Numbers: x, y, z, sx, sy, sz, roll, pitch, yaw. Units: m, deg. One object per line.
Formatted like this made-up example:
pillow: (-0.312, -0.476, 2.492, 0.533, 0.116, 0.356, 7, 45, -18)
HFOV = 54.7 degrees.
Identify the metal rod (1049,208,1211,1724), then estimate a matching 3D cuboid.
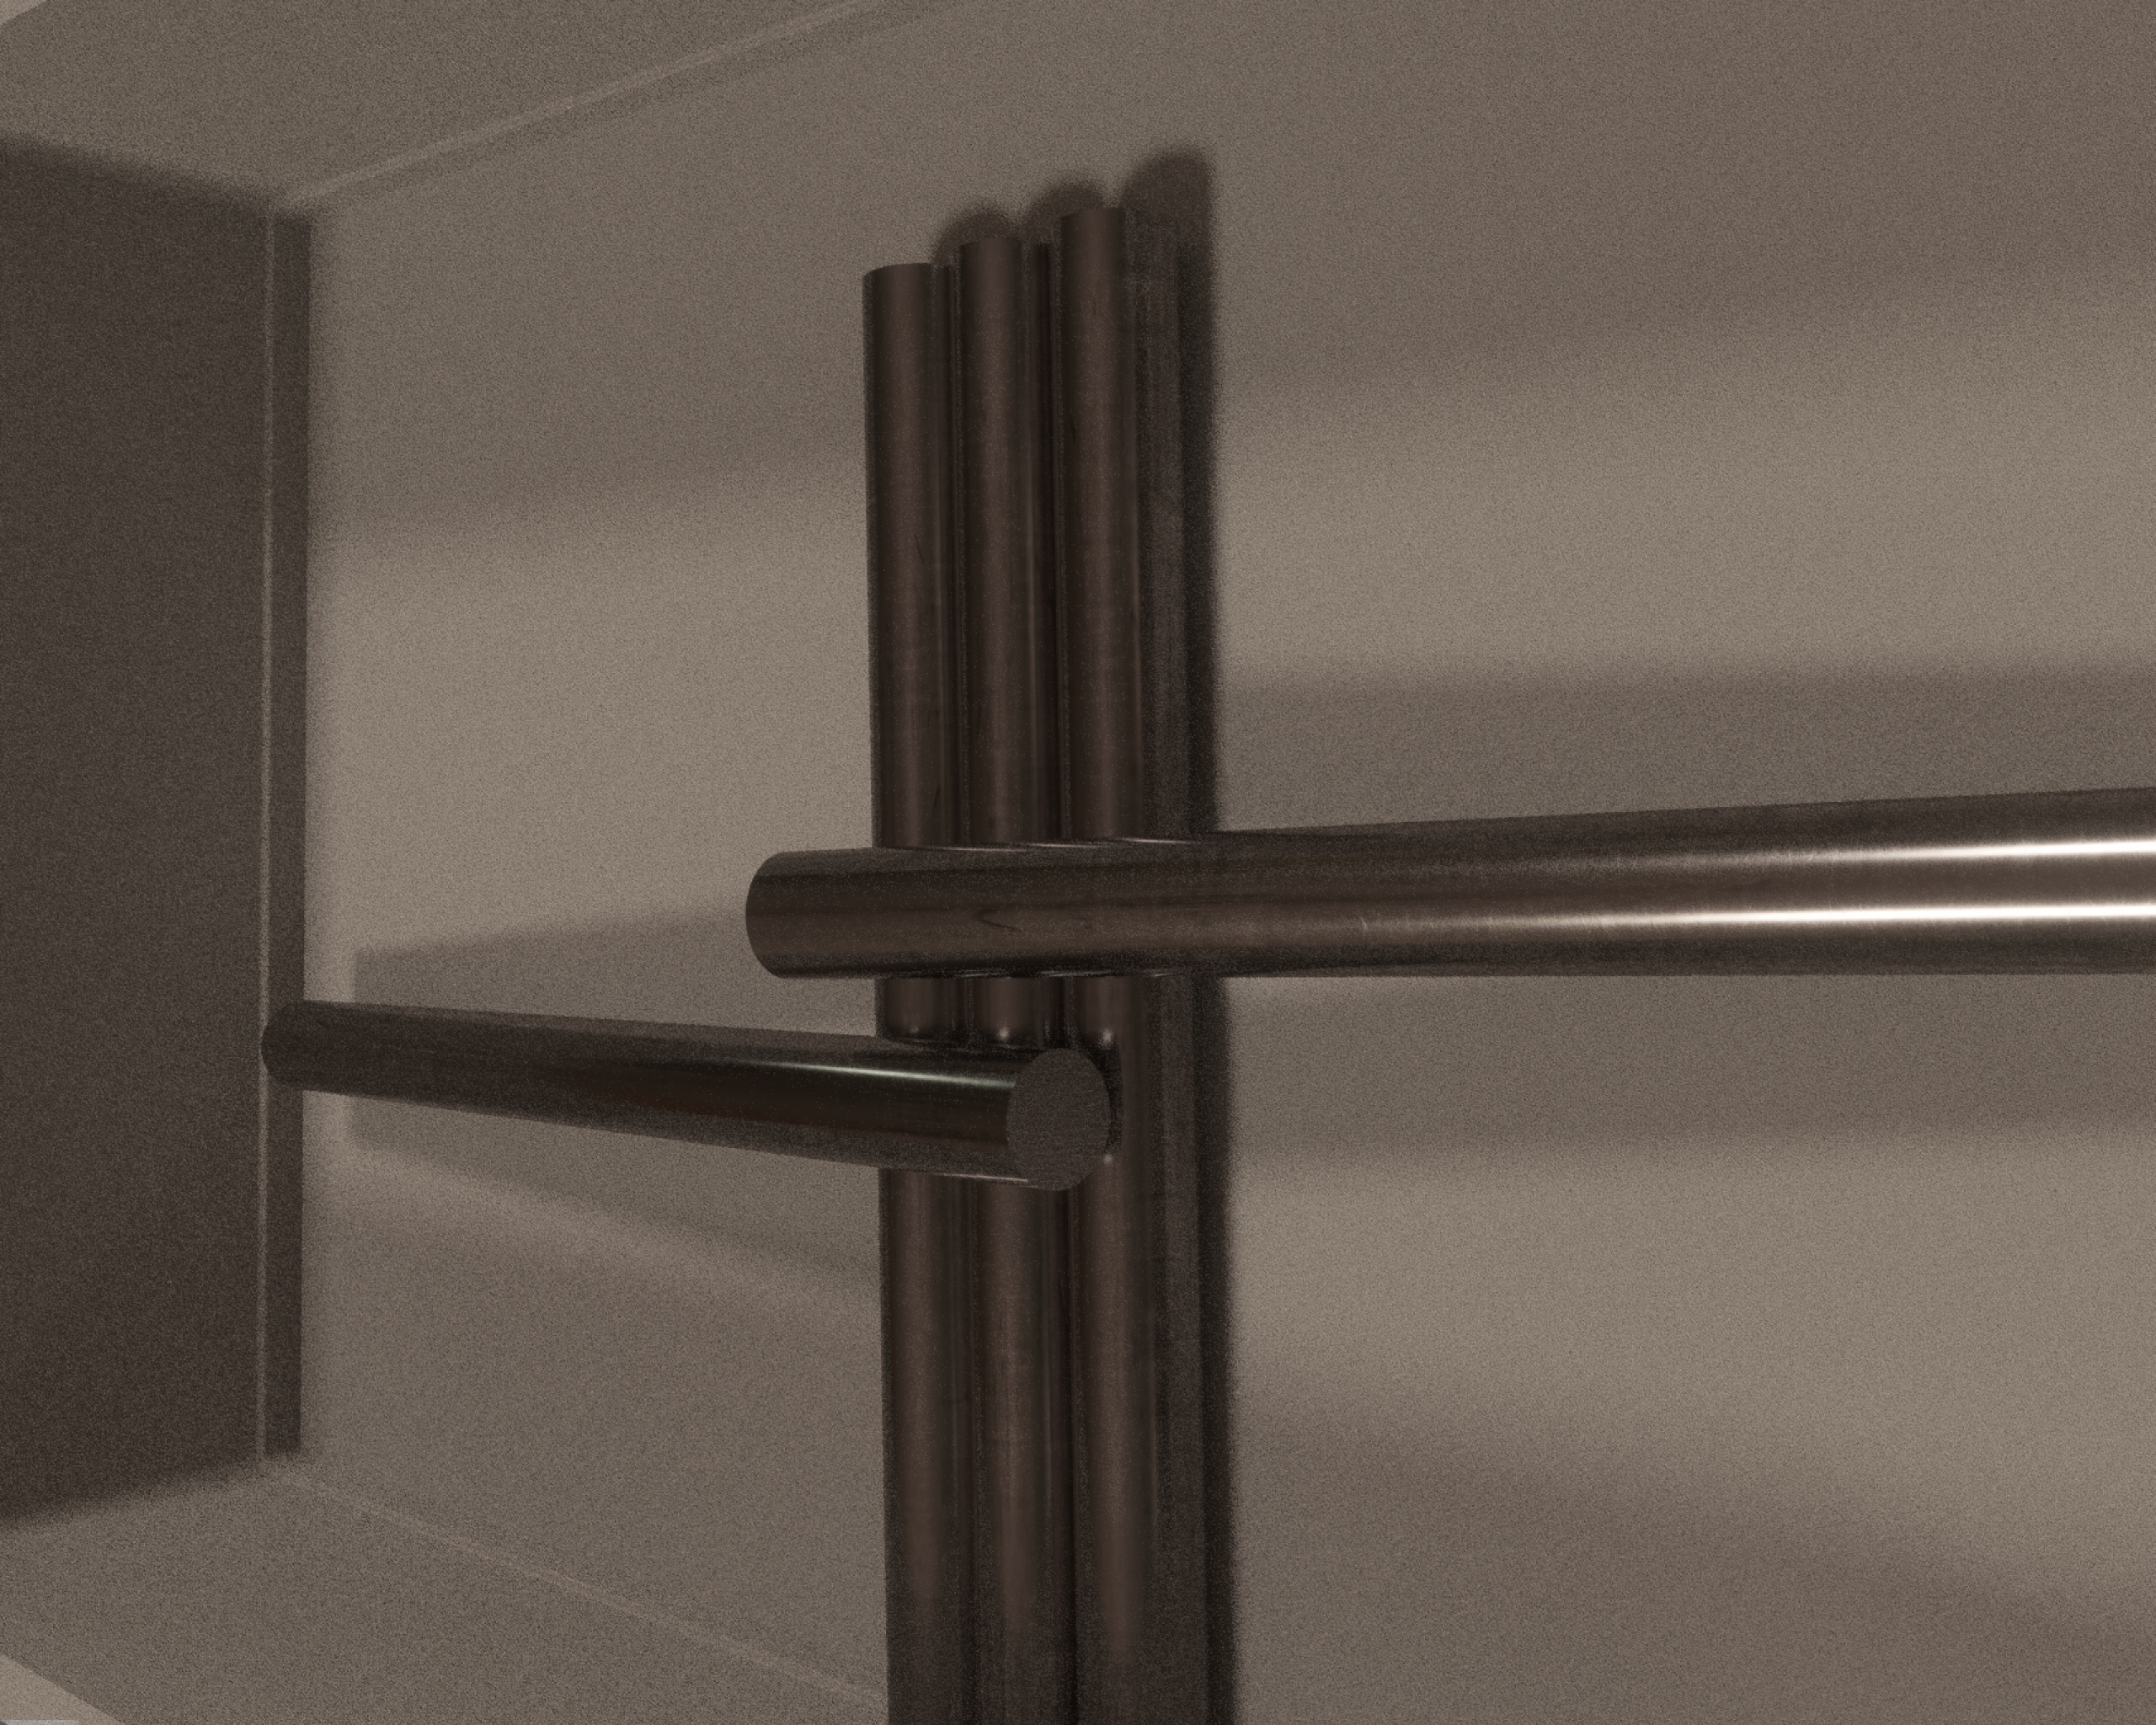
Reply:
metal rod: (0.010, 0.028, 0.395, 0.025, 0.025, 0.298, -2, 89, 39)

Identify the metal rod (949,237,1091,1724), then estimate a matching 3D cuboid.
metal rod: (-0.010, 0.029, 0.411, 0.025, 0.025, 0.298, -2, 89, 39)

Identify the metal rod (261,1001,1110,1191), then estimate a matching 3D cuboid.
metal rod: (-0.109, 0.048, 0.471, 0.300, 0.025, 0.025, -1, 89, 45)

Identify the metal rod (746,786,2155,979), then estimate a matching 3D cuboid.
metal rod: (0.070, 0.005, 0.324, 0.300, 0.025, 0.025, -2, 89, 33)

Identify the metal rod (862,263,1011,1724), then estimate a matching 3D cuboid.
metal rod: (-0.029, 0.029, 0.427, 0.025, 0.025, 0.298, -2, 89, 39)
